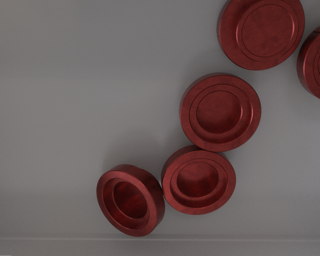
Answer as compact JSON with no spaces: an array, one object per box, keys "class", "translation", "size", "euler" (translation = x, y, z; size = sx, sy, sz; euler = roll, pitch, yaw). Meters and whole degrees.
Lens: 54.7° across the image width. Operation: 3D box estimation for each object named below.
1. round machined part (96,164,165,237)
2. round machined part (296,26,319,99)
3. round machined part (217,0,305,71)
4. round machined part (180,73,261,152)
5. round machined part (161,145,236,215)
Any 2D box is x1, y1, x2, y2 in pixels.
[{"class":"round machined part","translation":[-0.035,0.093,0.422],"size":[0.098,0.042,0.097],"euler":[12,114,28]},{"class":"round machined part","translation":[0.214,-0.082,0.374],"size":[0.099,0.042,0.097],"euler":[0,110,0]},{"class":"round machined part","translation":[0.118,-0.114,0.358],"size":[0.099,0.042,0.097],"euler":[0,114,0]},{"class":"round machined part","translation":[0.073,-0.022,0.393],"size":[0.099,0.042,0.097],"euler":[0,108,-1]},{"class":"round machined part","translation":[0.050,0.067,0.425],"size":[0.099,0.042,0.097],"euler":[-1,111,-4]}]
